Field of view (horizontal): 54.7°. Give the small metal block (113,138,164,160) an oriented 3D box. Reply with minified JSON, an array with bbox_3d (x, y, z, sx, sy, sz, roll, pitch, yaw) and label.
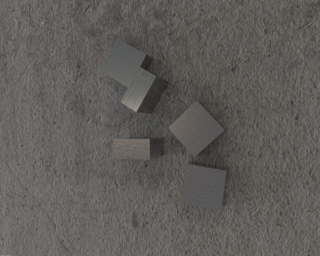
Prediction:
[{"bbox_3d":[-0.027,0.026,0.405,0.050,0.050,0.025,-1,90,20],"label":"small metal block"}]

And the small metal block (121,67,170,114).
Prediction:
[{"bbox_3d":[-0.018,-0.047,0.402,0.025,0.050,0.050,33,101,17],"label":"small metal block"}]

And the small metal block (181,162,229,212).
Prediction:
[{"bbox_3d":[0.057,0.072,0.389,0.050,0.025,0.050,8,93,19],"label":"small metal block"}]

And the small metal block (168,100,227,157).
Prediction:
[{"bbox_3d":[0.048,0.001,0.392,0.050,0.025,0.050,-44,76,14],"label":"small metal block"}]

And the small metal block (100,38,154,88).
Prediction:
[{"bbox_3d":[-0.045,-0.087,0.425,0.050,0.025,0.050,31,100,17],"label":"small metal block"}]
